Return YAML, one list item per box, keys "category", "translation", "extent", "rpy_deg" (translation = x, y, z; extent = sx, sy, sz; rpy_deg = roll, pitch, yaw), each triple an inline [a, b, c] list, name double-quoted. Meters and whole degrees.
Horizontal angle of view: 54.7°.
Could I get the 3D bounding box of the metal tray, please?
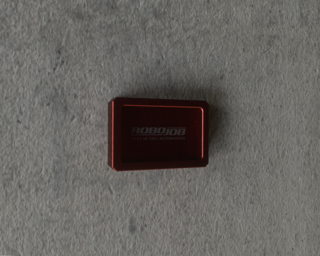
- category: "metal tray"
  translation: [-0.001, 0.008, 0.407]
  extent: [0.131, 0.030, 0.089]
  rpy_deg: [0, 90, -21]
